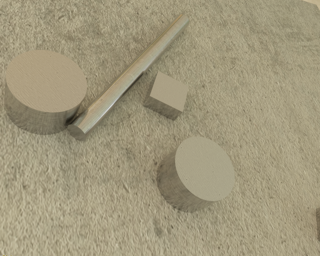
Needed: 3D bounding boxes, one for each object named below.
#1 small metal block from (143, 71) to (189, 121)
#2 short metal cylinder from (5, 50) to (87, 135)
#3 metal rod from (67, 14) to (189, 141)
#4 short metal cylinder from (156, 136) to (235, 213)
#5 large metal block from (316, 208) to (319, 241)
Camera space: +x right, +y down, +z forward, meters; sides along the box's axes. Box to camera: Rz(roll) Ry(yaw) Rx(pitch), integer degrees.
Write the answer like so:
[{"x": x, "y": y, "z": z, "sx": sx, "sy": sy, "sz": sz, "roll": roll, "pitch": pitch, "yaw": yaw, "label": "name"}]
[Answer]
[{"x": 0.009, "y": -0.045, "z": 0.438, "sx": 0.050, "sy": 0.025, "sz": 0.050, "roll": 25, "pitch": 53, "yaw": -13, "label": "small metal block"}, {"x": -0.127, "y": -0.039, "z": 0.344, "sx": 0.081, "sy": 0.050, "sz": 0.080, "roll": 14, "pitch": 56, "yaw": -21, "label": "short metal cylinder"}, {"x": -0.027, "y": -0.090, "z": 0.445, "sx": 0.025, "sy": 0.025, "sz": 0.301, "roll": 38, "pitch": 51, "yaw": -4, "label": "metal rod"}, {"x": 0.043, "y": 0.057, "z": 0.378, "sx": 0.081, "sy": 0.050, "sz": 0.080, "roll": 14, "pitch": 56, "yaw": -21, "label": "short metal cylinder"}, {"x": 0.286, "y": 0.142, "z": 0.439, "sx": 0.080, "sy": 0.080, "sz": 0.050, "roll": 27, "pitch": 52, "yaw": -12, "label": "large metal block"}]
